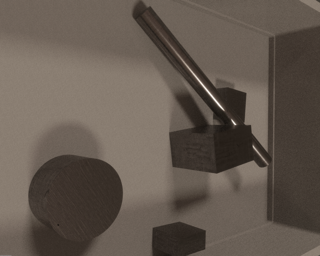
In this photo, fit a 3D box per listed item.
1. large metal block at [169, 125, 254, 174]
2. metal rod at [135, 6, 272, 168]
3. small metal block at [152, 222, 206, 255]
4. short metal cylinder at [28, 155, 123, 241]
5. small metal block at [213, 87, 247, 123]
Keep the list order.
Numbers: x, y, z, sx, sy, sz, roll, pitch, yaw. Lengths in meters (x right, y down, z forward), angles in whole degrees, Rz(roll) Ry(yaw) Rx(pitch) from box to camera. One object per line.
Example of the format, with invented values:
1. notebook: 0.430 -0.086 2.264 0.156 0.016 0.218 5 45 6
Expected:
1. large metal block: 0.072 0.026 0.434 0.081 0.080 0.050 -10 97 -40
2. metal rod: 0.074 -0.045 0.447 0.300 0.025 0.025 46 62 -22
3. small metal block: 0.025 0.148 0.414 0.050 0.050 0.025 3 89 -40
4. short metal cylinder: -0.086 0.069 0.320 0.081 0.050 0.079 0 90 -40
5. small metal block: 0.114 -0.036 0.505 0.050 0.025 0.050 8 85 -40
